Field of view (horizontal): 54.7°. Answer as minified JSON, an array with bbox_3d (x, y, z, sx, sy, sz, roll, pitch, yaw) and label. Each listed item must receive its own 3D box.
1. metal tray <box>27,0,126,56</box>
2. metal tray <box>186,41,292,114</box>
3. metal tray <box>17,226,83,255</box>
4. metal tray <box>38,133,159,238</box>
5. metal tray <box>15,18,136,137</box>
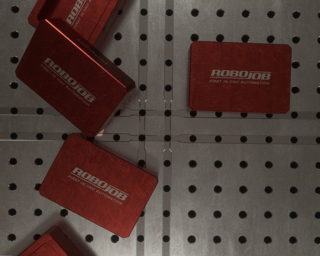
[{"bbox_3d":[-0.100,-0.170,0.409,0.090,0.030,0.130,29,90,-1],"label":"metal tray"},{"bbox_3d":[0.103,-0.065,0.412,0.131,0.030,0.089,2,90,-1],"label":"metal tray"},{"bbox_3d":[-0.164,0.207,0.408,0.130,0.030,0.090,-40,91,-1],"label":"metal tray"},{"bbox_3d":[-0.079,0.074,0.410,0.130,0.030,0.090,28,90,-1],"label":"metal tray"},{"bbox_3d":[-0.107,-0.061,0.389,0.130,0.030,0.090,40,118,-1],"label":"metal tray"}]
